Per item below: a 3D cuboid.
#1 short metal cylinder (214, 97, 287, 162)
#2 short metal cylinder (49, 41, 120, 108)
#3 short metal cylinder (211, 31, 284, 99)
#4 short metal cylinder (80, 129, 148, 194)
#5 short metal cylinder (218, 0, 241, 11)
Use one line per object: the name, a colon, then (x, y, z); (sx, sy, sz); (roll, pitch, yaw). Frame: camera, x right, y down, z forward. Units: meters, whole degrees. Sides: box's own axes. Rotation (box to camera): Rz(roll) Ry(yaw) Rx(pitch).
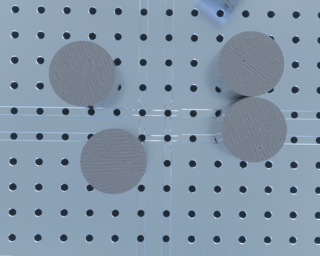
short metal cylinder: (0.115, 0.002, 0.402); (0.081, 0.050, 0.079); (0, 90, -1)
short metal cylinder: (-0.094, -0.066, 0.400); (0.081, 0.050, 0.079); (0, 90, -1)
short metal cylinder: (0.111, -0.079, 0.402); (0.081, 0.050, 0.079); (0, 90, -1)
short metal cylinder: (-0.056, 0.040, 0.400); (0.081, 0.050, 0.079); (0, 90, -1)
short metal cylinder: (0.097, -0.196, 0.387); (0.050, 0.080, 0.080); (38, 90, -1)
